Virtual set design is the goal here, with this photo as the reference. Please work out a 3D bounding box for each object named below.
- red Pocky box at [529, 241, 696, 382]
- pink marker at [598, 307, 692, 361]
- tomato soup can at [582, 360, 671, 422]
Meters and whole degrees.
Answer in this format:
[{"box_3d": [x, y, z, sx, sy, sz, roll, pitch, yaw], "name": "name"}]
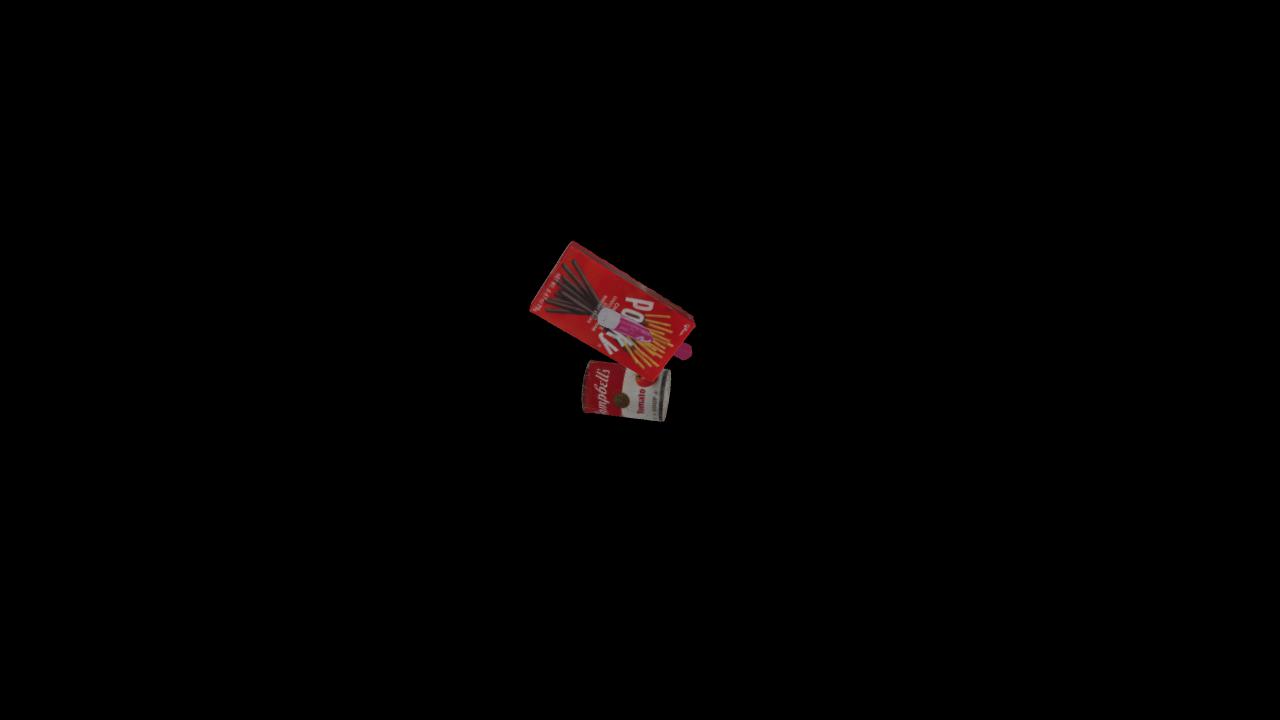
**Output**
[{"box_3d": [-0.027, -0.048, 0.636, 0.155, 0.083, 0.028, 30, 19, -16], "name": "red Pocky box"}, {"box_3d": [0.009, -0.025, 0.642, 0.121, 0.020, 0.020, 22, -13, -35], "name": "pink marker"}, {"box_3d": [-0.015, 0.039, 0.764, 0.101, 0.068, 0.068, 7, 1, 7], "name": "tomato soup can"}]
